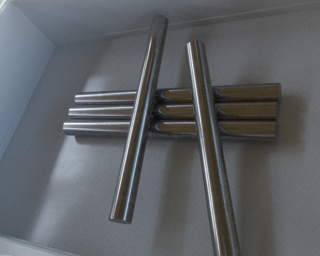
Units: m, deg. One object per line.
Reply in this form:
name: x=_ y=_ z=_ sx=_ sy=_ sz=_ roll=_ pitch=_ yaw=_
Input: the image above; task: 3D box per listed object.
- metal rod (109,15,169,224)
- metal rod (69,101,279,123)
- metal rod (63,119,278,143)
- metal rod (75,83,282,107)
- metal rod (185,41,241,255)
metal rod: x=-0.021 y=-0.031 z=0.400 sx=0.025 sy=0.025 sz=0.299 roll=-5 pitch=59 yaw=25
metal rod: x=-0.002 y=-0.020 z=0.416 sx=0.300 sy=0.025 sz=0.025 roll=1 pitch=62 yaw=28
metal rod: x=-0.007 y=0.002 z=0.405 sx=0.300 sy=0.025 sz=0.025 roll=1 pitch=62 yaw=28
metal rod: x=0.005 y=-0.042 z=0.426 sx=0.300 sy=0.025 sz=0.025 roll=1 pitch=62 yaw=28
metal rod: x=0.055 y=0.031 z=0.329 sx=0.025 sy=0.025 sz=0.299 roll=-15 pitch=62 yaw=20
